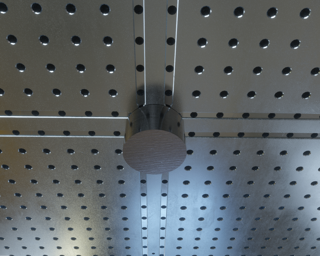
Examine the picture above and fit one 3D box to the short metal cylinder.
[{"bbox_3d":[-0.007,0.016,0.408,0.081,0.050,0.079,0,130,0],"label":"short metal cylinder"}]
